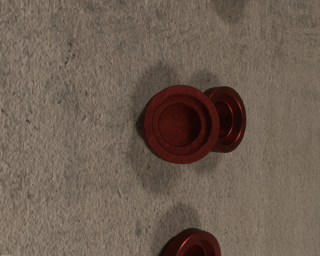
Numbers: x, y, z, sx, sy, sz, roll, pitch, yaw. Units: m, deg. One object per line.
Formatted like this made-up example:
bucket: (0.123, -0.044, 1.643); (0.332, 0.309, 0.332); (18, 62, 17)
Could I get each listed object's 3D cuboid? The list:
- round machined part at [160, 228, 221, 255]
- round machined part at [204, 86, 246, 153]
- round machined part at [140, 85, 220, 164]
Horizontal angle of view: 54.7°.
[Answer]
round machined part: (0.037, 0.187, 0.428); (0.099, 0.042, 0.097); (0, 90, -40)
round machined part: (0.084, -0.012, 0.466); (0.099, 0.042, 0.097); (0, 90, -41)
round machined part: (0.023, -0.003, 0.399); (0.099, 0.042, 0.097); (1, 86, -14)
